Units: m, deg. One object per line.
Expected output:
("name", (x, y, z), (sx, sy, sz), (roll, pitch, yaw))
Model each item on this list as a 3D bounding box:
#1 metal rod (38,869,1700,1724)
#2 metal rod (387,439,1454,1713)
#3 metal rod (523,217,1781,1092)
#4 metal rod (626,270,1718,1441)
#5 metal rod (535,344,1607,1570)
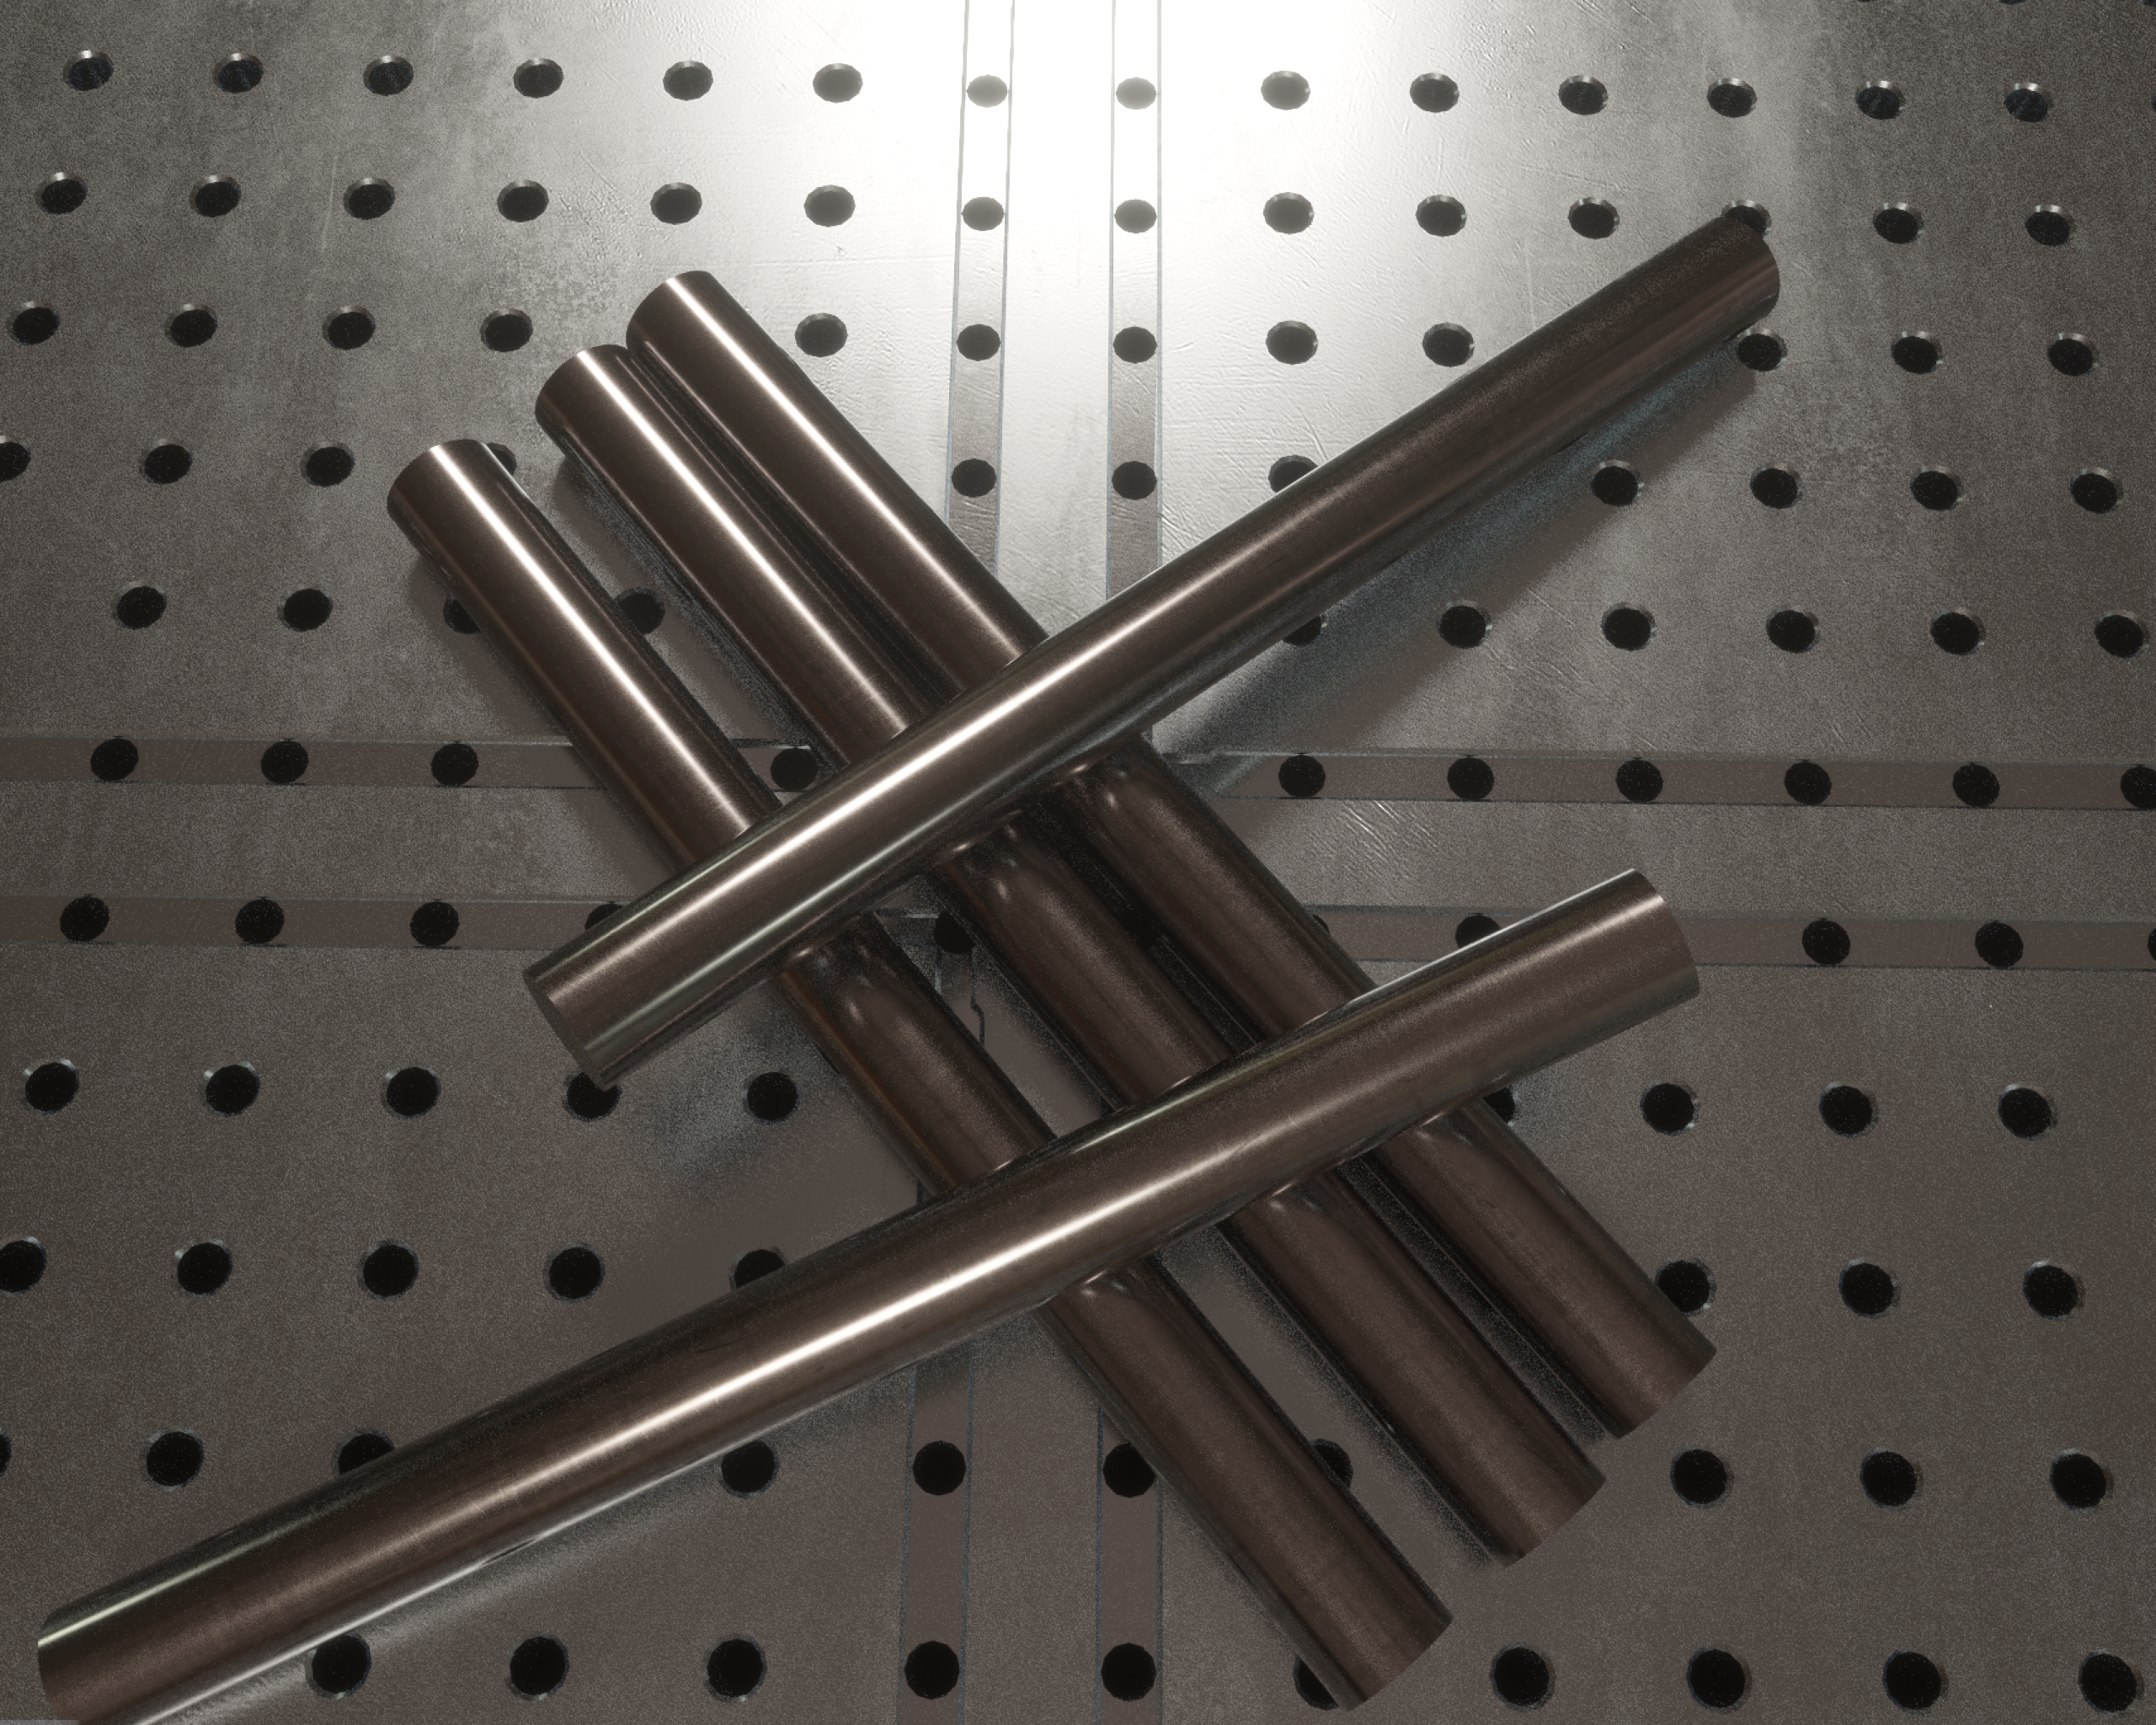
("metal rod", (-0.035, 0.076, 0.361), (0.301, 0.025, 0.025), (-25, 72, -1))
("metal rod", (-0.039, 0.030, 0.400), (0.025, 0.025, 0.300), (-37, 75, -13))
("metal rod", (0.029, -0.051, 0.409), (0.302, 0.025, 0.025), (-34, 74, -20))
("metal rod", (0.009, -0.011, 0.416), (0.025, 0.025, 0.300), (-39, 75, -13))
("metal rod", (-0.011, 0.008, 0.408), (0.025, 0.025, 0.300), (-37, 75, -13))
